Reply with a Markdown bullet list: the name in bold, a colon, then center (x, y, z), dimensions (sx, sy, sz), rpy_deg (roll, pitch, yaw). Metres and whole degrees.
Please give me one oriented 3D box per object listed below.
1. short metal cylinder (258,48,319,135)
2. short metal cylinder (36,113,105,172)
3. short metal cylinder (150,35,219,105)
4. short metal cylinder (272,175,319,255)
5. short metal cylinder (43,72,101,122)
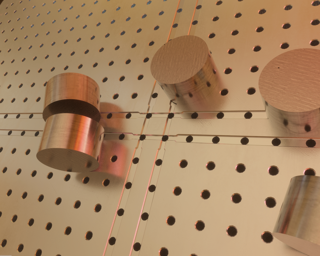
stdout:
- **short metal cylinder**: center (0.153, -0.039, 0.336), dimensions (0.080, 0.050, 0.080), rpy_deg (-13, 56, 20)
- **short metal cylinder**: center (-0.119, 0.022, 0.420), dimensions (0.080, 0.080, 0.050), rpy_deg (-10, 58, 22)
- **short metal cylinder**: center (0.034, -0.078, 0.421), dimensions (0.080, 0.050, 0.080), rpy_deg (-13, 56, 20)
- **short metal cylinder**: center (0.140, 0.079, 0.251), dimensions (0.080, 0.080, 0.050), rpy_deg (15, 70, 34)
- **short metal cylinder**: center (-0.130, -0.036, 0.461), dimensions (0.080, 0.080, 0.050), rpy_deg (-20, 54, 16)
